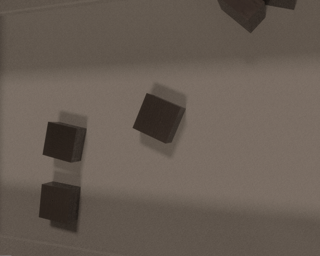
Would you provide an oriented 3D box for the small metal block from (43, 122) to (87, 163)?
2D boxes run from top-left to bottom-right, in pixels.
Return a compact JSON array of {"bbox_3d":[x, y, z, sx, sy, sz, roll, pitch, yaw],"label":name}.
[{"bbox_3d":[-0.141,0.020,0.459,0.050,0.025,0.050,12,94,19],"label":"small metal block"}]

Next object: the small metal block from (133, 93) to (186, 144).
[{"bbox_3d":[-0.001,-0.013,0.410,0.050,0.025,0.050,25,98,18],"label":"small metal block"}]

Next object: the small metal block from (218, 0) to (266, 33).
[{"bbox_3d":[0.095,-0.143,0.363,0.050,0.050,0.025,45,104,14],"label":"small metal block"}]

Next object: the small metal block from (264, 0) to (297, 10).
[{"bbox_3d":[0.132,-0.159,0.351,0.050,0.050,0.025,19,96,18],"label":"small metal block"}]

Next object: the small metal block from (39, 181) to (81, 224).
[{"bbox_3d":[-0.149,0.110,0.462,0.050,0.025,0.050,7,92,19],"label":"small metal block"}]
